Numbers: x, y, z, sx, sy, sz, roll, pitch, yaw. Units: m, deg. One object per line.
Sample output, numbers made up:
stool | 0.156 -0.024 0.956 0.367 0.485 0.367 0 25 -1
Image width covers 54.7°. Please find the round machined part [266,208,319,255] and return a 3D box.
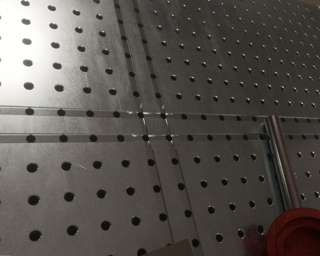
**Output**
round machined part | 0.183 0.153 0.384 0.098 0.042 0.098 -7 59 13

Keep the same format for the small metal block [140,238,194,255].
small metal block | 0.012 0.150 0.324 0.050 0.025 0.050 -6 65 -31

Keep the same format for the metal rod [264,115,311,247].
metal rod | 0.193 0.114 0.444 0.025 0.025 0.299 12 57 -22
